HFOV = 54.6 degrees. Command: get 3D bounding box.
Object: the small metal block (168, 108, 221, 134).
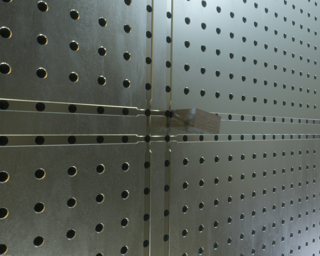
[{"bbox_3d":[0.048,-0.009,0.432,0.050,0.050,0.025,14,81,-39],"label":"small metal block"}]
